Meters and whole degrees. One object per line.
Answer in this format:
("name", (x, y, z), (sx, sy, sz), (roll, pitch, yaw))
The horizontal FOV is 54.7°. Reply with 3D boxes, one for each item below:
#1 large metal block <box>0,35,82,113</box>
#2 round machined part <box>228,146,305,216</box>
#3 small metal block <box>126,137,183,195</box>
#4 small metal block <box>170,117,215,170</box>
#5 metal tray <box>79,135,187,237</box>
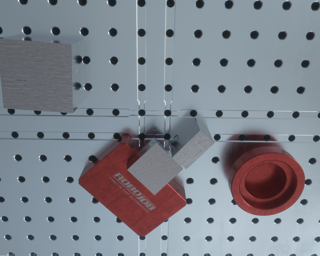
("large metal block", (-0.140, -0.066, 0.374), (0.081, 0.050, 0.079), (4, 110, -2))
("round machined part", (0.144, 0.069, 0.432), (0.099, 0.042, 0.097), (0, 110, -1))
("small metal block", (-0.007, 0.049, 0.400), (0.050, 0.025, 0.050), (-43, 105, 3))
("small metal block", (0.041, 0.019, 0.408), (0.025, 0.050, 0.050), (41, 105, -14))
("metal tray", (-0.037, 0.085, 0.442), (0.090, 0.030, 0.130), (-41, 106, 13))
